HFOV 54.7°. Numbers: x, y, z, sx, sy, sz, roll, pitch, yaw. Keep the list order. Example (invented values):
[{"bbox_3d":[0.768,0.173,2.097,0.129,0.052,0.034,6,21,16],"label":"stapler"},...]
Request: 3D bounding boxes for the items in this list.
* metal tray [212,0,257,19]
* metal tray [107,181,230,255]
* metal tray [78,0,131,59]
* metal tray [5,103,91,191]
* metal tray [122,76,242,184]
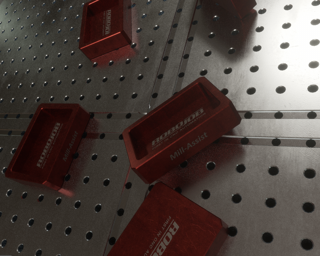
[{"bbox_3d":[0.079,-0.225,0.459,0.030,0.090,0.130,-44,51,11],"label":"metal tray"},{"bbox_3d":[0.000,0.133,0.323,0.090,0.030,0.130,26,76,36],"label":"metal tray"},{"bbox_3d":[-0.101,-0.196,0.575,0.090,0.030,0.130,-16,55,18],"label":"metal tray"},{"bbox_3d":[-0.171,0.024,0.477,0.090,0.030,0.130,3,63,29],"label":"metal tray"},{"bbox_3d":[0.020,-0.001,0.375,0.130,0.030,0.090,-35,31,5],"label":"metal tray"}]
